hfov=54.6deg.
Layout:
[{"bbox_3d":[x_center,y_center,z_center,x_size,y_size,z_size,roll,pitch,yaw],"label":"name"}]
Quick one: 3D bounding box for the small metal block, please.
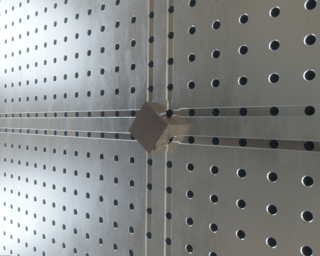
[{"bbox_3d":[-0.009,0.000,0.418,0.050,0.025,0.050,46,118,30],"label":"small metal block"}]
